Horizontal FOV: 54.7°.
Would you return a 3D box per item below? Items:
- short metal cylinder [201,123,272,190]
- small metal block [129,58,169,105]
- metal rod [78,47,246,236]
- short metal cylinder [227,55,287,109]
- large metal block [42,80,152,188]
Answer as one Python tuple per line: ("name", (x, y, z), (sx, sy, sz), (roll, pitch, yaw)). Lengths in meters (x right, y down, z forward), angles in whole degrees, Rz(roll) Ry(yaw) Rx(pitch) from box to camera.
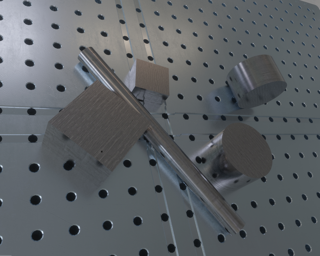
("short metal cylinder", (0.105, 0.039, 0.425), (0.081, 0.050, 0.080), (14, 56, -21))
("small metal block", (-0.015, -0.065, 0.440), (0.050, 0.025, 0.050), (13, 56, -21))
("metal rod", (-0.002, 0.013, 0.399), (0.300, 0.025, 0.025), (49, 51, 6))
("short metal cylinder", (0.155, -0.073, 0.502), (0.081, 0.080, 0.050), (-4, 64, -30))
("large metal block", (-0.070, 0.006, 0.351), (0.080, 0.050, 0.080), (39, 51, -2))
